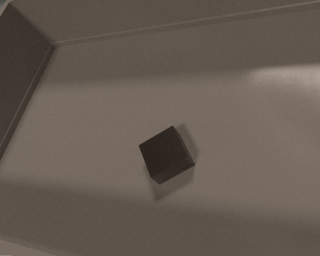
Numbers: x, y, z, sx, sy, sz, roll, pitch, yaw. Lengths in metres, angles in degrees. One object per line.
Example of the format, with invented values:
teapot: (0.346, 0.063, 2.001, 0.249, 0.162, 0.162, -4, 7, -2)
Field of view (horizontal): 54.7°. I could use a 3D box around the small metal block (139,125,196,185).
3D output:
small metal block: (0.008, 0.033, 0.380, 0.050, 0.025, 0.050, -31, 52, 8)
